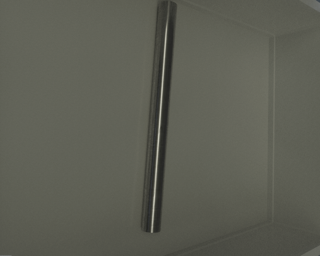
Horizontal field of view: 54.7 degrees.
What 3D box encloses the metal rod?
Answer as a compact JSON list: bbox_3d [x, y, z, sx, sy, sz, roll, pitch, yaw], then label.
[{"bbox_3d":[0.000,-0.017,0.408,0.025,0.025,0.298,7,85,-40],"label":"metal rod"}]
